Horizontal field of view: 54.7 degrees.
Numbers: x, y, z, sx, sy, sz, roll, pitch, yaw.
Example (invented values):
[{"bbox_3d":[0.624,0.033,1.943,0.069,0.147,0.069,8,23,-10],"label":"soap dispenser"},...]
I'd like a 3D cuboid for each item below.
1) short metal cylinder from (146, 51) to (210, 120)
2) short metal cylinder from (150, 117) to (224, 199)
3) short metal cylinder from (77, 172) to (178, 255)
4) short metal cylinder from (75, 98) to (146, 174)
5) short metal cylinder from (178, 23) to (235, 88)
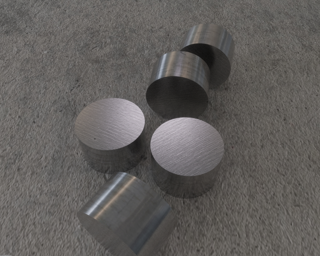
[{"bbox_3d":[0.025,-0.055,0.413,0.080,0.080,0.050,7,51,6],"label":"short metal cylinder"},{"bbox_3d":[0.030,0.034,0.358,0.080,0.050,0.080,0,50,0],"label":"short metal cylinder"},{"bbox_3d":[-0.031,0.088,0.293,0.080,0.080,0.050,28,56,22],"label":"short metal cylinder"},{"bbox_3d":[-0.058,0.009,0.379,0.080,0.050,0.080,0,50,0],"label":"short metal cylinder"},{"bbox_3d":[0.066,-0.105,0.456,0.080,0.080,0.050,12,51,10],"label":"short metal cylinder"}]
